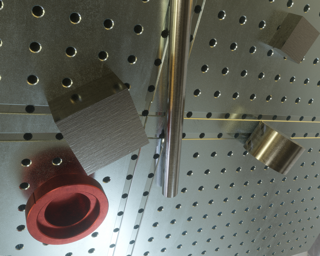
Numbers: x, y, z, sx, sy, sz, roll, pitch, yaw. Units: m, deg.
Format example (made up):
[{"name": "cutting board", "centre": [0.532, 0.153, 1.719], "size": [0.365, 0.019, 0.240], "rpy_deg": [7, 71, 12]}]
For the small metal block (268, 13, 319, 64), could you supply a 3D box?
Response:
[{"name": "small metal block", "centre": [0.190, -0.126, 0.440], "size": [0.050, 0.025, 0.050], "rpy_deg": [20, 108, -36]}]

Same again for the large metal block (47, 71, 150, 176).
[{"name": "large metal block", "centre": [-0.068, -0.006, 0.355], "size": [0.080, 0.050, 0.080], "rpy_deg": [-28, 128, -11]}]

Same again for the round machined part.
[{"name": "round machined part", "centre": [-0.120, 0.098, 0.397], "size": [0.099, 0.042, 0.097], "rpy_deg": [-14, 125, -21]}]

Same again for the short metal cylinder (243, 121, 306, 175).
[{"name": "short metal cylinder", "centre": [0.182, 0.031, 0.497], "size": [0.080, 0.080, 0.050], "rpy_deg": [21, 107, -37]}]

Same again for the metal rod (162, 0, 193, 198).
[{"name": "metal rod", "centre": [0.020, -0.027, 0.406], "size": [0.025, 0.025, 0.298], "rpy_deg": [-12, 124, -22]}]
